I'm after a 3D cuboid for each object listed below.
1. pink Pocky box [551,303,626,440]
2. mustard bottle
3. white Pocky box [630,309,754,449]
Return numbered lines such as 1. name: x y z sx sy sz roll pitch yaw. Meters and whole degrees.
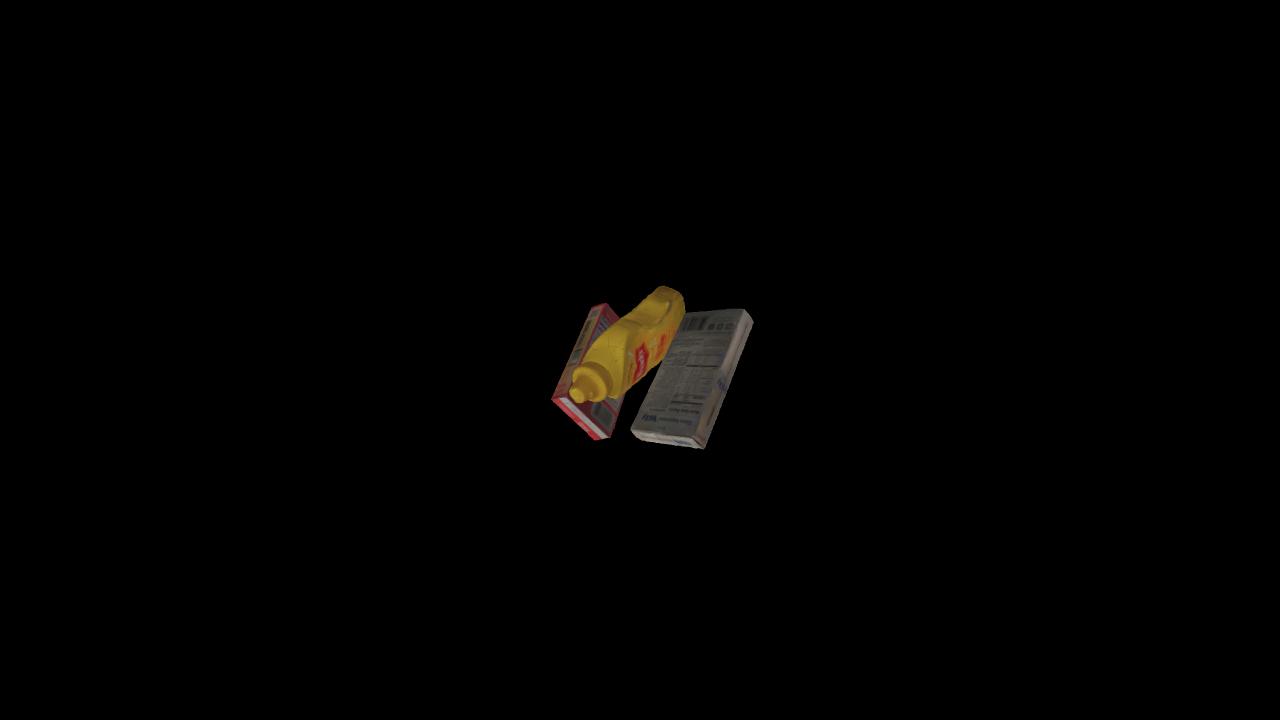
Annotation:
1. pink Pocky box: -0.048 0.012 0.750 0.029 0.155 0.084 -15 -49 35
2. mustard bottle: -0.016 -0.007 0.667 0.054 0.092 0.184 31 42 16
3. white Pocky box: 0.055 0.015 0.634 0.084 0.154 0.028 1 -34 43
